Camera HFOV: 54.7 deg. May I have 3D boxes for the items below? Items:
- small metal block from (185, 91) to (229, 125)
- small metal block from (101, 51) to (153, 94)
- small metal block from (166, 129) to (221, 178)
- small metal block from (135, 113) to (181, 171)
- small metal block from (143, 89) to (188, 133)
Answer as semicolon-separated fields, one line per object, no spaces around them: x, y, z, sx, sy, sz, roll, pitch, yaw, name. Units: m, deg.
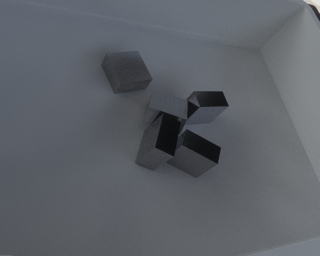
0.060;-0.028;0.441;0.050;0.050;0.025;-4;64;-30;small metal block
-0.046;-0.078;0.430;0.050;0.025;0.050;-15;70;-34;small metal block
0.040;0.034;0.393;0.050;0.050;0.025;28;52;-11;small metal block
-0.002;0.018;0.378;0.025;0.050;0.050;27;52;-18;small metal block
0.008;-0.022;0.410;0.050;0.025;0.050;18;33;-6;small metal block
